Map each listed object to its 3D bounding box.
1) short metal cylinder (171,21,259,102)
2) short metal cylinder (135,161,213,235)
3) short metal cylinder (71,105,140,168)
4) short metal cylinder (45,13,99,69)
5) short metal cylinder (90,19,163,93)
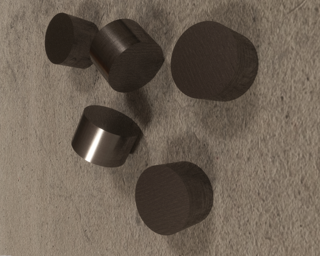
[{"bbox_3d":[0.059,-0.070,0.339,0.080,0.050,0.079,0,90,39],"label":"short metal cylinder"},{"bbox_3d":[0.016,0.082,0.373,0.080,0.050,0.079,0,90,39],"label":"short metal cylinder"},{"bbox_3d":[-0.075,0.010,0.429,0.080,0.081,0.050,40,115,32],"label":"short metal cylinder"},{"bbox_3d":[-0.142,-0.140,0.503,0.080,0.050,0.079,0,90,39],"label":"short metal cylinder"},{"bbox_3d":[-0.043,-0.093,0.403,0.050,0.081,0.080,52,120,27],"label":"short metal cylinder"}]
